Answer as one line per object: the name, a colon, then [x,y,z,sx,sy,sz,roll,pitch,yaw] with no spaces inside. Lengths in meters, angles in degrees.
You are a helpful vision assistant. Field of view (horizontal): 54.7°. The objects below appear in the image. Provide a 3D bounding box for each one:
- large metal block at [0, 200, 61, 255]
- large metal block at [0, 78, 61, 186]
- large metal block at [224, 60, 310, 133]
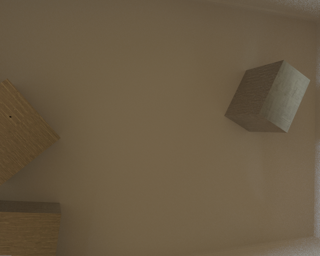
large metal block: [-0.157,0.126,0.340,0.081,0.050,0.080,8,87,-20]
large metal block: [-0.168,0.005,0.335,0.080,0.050,0.080,-41,103,-15]
large metal block: [0.148,-0.041,0.435,0.050,0.080,0.080,30,80,-18]
